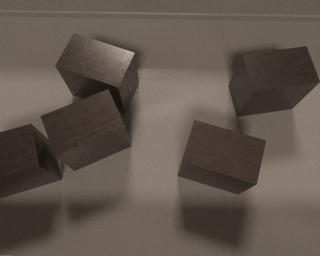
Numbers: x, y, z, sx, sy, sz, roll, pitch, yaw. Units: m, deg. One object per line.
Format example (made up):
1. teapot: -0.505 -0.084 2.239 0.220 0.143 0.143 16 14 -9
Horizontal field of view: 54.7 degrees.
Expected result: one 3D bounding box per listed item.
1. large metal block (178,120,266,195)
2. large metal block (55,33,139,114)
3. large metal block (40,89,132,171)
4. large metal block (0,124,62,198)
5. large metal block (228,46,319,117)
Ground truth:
1. large metal block: 0.069 0.038 0.368 0.080 0.080 0.050 17 71 5
2. large metal block: -0.077 -0.068 0.404 0.080 0.080 0.050 20 71 6
3. large metal block: -0.085 0.006 0.377 0.080 0.080 0.050 -24 72 -9
4. large metal block: -0.172 0.042 0.363 0.081 0.080 0.050 -17 71 -6
5. large metal block: 0.143 -0.057 0.403 0.081 0.080 0.050 -9 71 -4
